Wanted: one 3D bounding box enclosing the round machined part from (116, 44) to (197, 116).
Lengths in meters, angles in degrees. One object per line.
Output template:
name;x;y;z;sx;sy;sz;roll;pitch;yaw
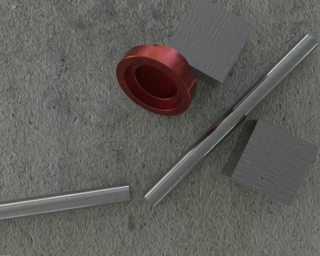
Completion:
round machined part;-0.001;-0.063;0.381;0.098;0.098;0.042;29;60;-1

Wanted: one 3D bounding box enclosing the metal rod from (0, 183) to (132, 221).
metal rod;-0.188;0.106;0.407;0.302;0.025;0.025;-8;90;-1

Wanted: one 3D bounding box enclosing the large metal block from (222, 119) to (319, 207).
large metal block;0.139;0.042;0.399;0.080;0.050;0.080;26;90;-1

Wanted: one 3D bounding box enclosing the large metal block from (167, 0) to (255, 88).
large metal block;0.060;-0.108;0.398;0.080;0.050;0.080;29;90;-1

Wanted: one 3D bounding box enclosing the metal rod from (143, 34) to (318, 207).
metal rod;0.093;-0.010;0.411;0.300;0.025;0.025;-45;91;-1
